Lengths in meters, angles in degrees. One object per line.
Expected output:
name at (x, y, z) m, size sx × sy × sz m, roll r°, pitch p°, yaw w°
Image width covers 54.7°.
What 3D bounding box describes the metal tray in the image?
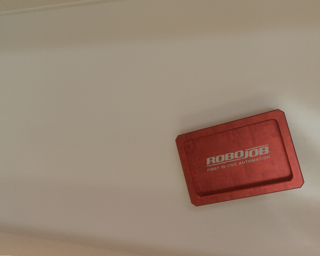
metal tray at (0.093, 0.037, 0.374) m, size 0.130 × 0.030 × 0.090 m, roll -16°, pitch 85°, yaw 19°
